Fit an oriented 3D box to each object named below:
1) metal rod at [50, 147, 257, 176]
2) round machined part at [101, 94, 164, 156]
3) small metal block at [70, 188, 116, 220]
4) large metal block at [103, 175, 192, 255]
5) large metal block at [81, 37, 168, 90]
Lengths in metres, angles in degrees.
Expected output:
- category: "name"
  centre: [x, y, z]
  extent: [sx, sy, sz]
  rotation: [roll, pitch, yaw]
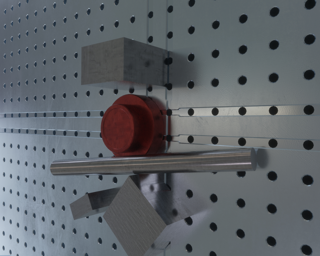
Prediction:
- category: "metal rod"
  centre: [-0.030, 0.048, 0.403]
  extent: [0.300, 0.025, 0.025]
  rotation: [-6, 86, 30]
- category: "round machined part"
  centre: [-0.046, 0.001, 0.436]
  extent: [0.098, 0.042, 0.097]
  rotation: [0, 90, 40]
- category: "small metal block"
  centre: [-0.101, 0.117, 0.477]
  extent: [0.050, 0.050, 0.025]
  rotation: [-34, 69, 35]
- category: "large metal block"
  centre: [-0.019, 0.116, 0.409]
  extent: [0.080, 0.050, 0.080]
  rotation: [47, 118, 29]
- category: "large metal block"
  centre: [-0.047, -0.081, 0.412]
  extent: [0.080, 0.081, 0.050]
  rotation: [1, 91, 40]
